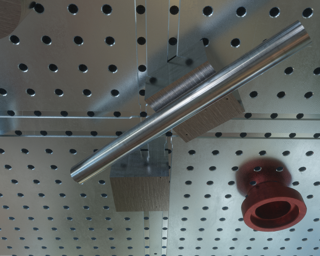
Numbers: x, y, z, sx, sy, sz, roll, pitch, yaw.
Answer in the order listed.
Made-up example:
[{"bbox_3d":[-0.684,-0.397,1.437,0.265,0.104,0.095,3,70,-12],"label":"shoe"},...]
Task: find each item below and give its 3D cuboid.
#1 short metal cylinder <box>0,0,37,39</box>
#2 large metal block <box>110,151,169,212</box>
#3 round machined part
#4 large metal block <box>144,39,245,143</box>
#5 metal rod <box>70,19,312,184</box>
[{"bbox_3d":[-0.161,-0.129,0.284,0.081,0.050,0.079,0,130,0],"label":"short metal cylinder"},{"bbox_3d":[-0.027,0.080,0.463,0.080,0.050,0.079,-1,130,0],"label":"large metal block"},{"bbox_3d":[0.183,0.126,0.509,0.099,0.042,0.097,0,130,0],"label":"round machined part"},{"bbox_3d":[0.039,-0.040,0.361,0.080,0.050,0.080,-30,124,23],"label":"large metal block"},{"bbox_3d":[0.012,-0.013,0.334,0.300,0.025,0.025,-32,123,24],"label":"metal rod"}]
